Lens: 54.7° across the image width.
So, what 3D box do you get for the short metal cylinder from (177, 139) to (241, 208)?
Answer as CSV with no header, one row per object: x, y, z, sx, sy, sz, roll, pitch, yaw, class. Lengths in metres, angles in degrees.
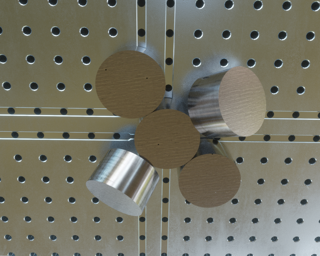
0.064,0.061,0.423,0.081,0.050,0.079,0,110,-1,short metal cylinder

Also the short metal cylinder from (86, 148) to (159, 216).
-0.048,0.071,0.404,0.080,0.050,0.080,21,147,15,short metal cylinder

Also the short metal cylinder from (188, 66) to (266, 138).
0.080,-0.029,0.369,0.081,0.050,0.080,3,85,-35,short metal cylinder

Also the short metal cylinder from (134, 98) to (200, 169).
0.009,0.006,0.402,0.081,0.050,0.079,0,110,-1,short metal cylinder

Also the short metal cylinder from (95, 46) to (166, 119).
-0.034,-0.057,0.378,0.081,0.050,0.079,0,110,-1,short metal cylinder
